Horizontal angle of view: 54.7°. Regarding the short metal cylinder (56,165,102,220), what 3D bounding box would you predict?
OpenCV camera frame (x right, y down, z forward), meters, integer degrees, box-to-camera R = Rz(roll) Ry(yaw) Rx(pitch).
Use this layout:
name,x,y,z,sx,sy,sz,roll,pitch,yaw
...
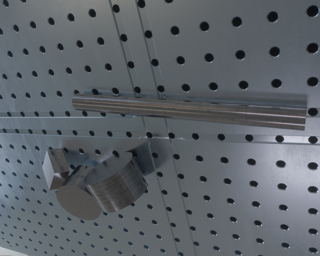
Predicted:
name,x,y,z,sx,sy,sz,roll,pitch,yaw
short metal cylinder,-0.125,0.109,0.522,0.080,0.050,0.079,11,127,15

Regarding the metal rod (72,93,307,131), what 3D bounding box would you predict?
name,x,y,z,sx,sy,sz,roll,pitch,yaw
metal rod,0.017,-0.024,0.387,0.301,0.025,0.025,6,121,25

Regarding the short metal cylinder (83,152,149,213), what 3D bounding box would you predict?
name,x,y,z,sx,sy,sz,roll,pitch,yaw
short metal cylinder,-0.064,0.079,0.458,0.080,0.080,0.050,-16,110,34

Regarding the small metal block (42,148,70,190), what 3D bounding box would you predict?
name,x,y,z,sx,sy,sz,roll,pitch,yaw
small metal block,-0.181,0.071,0.535,0.050,0.025,0.050,59,137,31
